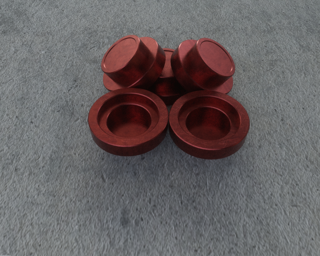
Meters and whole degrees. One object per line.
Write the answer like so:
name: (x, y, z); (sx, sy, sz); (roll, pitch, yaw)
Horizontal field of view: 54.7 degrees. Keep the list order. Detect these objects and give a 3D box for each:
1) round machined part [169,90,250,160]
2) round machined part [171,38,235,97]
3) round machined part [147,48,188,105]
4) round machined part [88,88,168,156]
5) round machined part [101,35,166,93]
round machined part: (0.060, 0.000, 0.394); (0.099, 0.042, 0.098); (0, 50, 0)
round machined part: (0.068, -0.089, 0.441); (0.099, 0.042, 0.098); (19, 52, -25)
round machined part: (0.007, -0.082, 0.462); (0.099, 0.042, 0.098); (0, 50, 0)
round machined part: (-0.039, -0.003, 0.396); (0.099, 0.042, 0.098); (0, 50, 0)
round machined part: (-0.044, -0.093, 0.440); (0.098, 0.042, 0.098); (-21, 49, 26)
